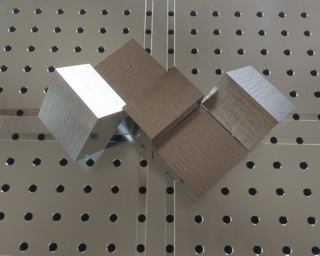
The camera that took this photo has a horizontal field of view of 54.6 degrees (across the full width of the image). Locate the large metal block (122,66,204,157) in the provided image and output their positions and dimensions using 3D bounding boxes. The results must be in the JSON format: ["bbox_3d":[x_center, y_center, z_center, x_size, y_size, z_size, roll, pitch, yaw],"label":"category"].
[{"bbox_3d":[0.003,-0.018,0.389,0.080,0.080,0.050,-40,76,-13],"label":"large metal block"}]

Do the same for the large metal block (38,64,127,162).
[{"bbox_3d":[-0.096,-0.020,0.382,0.080,0.080,0.050,47,38,15],"label":"large metal block"}]

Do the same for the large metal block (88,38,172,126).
[{"bbox_3d":[-0.039,-0.059,0.420,0.080,0.050,0.080,-40,76,-12],"label":"large metal block"}]

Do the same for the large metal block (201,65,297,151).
[{"bbox_3d":[0.112,-0.029,0.387,0.080,0.050,0.081,47,37,14],"label":"large metal block"}]

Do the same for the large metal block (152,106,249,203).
[{"bbox_3d":[0.048,0.034,0.386,0.080,0.050,0.080,-39,73,-13],"label":"large metal block"}]
